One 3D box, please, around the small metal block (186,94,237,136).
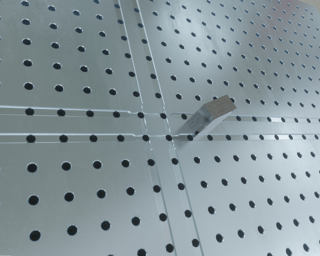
[{"bbox_3d":[0.074,-0.018,0.445,0.050,0.050,0.025,-24,75,-37],"label":"small metal block"}]
